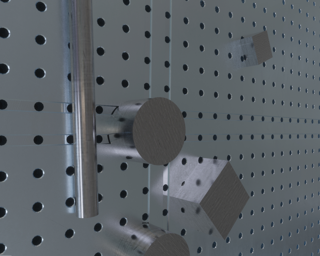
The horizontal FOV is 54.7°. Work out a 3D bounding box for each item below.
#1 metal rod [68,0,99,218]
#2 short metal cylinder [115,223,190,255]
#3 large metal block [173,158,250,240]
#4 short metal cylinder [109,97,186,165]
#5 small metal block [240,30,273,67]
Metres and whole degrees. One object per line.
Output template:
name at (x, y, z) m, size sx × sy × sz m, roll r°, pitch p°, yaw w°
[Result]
metal rod at (-0.084, -0.053, 0.338) m, size 0.025 × 0.025 × 0.298 m, roll -3°, pitch 92°, yaw -40°
short metal cylinder at (-0.009, 0.165, 0.386) m, size 0.081 × 0.050 × 0.079 m, roll 0°, pitch 90°, yaw -40°
large metal block at (0.079, 0.103, 0.460) m, size 0.080 × 0.050 × 0.080 m, roll -48°, pitch 119°, yaw -29°
short metal cylinder at (-0.015, 0.004, 0.381) m, size 0.081 × 0.050 × 0.079 m, roll 0°, pitch 90°, yaw -40°
small metal block at (0.173, -0.142, 0.554) m, size 0.050 × 0.025 × 0.050 m, roll -30°, pitch 109°, yaw -36°
